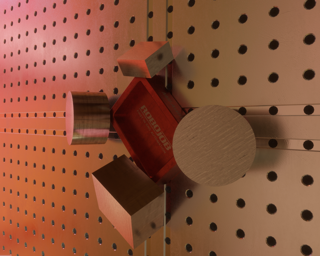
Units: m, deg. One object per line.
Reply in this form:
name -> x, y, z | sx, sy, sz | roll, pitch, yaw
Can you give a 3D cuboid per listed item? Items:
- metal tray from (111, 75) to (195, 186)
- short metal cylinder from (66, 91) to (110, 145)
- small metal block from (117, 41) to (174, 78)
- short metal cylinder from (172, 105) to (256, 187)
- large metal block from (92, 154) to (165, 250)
metal tray -> -0.010, 0.000, 0.413 | 0.090, 0.030, 0.130 | -49, 61, 29
short metal cylinder -> -0.110, -0.015, 0.465 | 0.080, 0.050, 0.079 | 180, 90, -65
small metal block -> -0.019, -0.090, 0.405 | 0.050, 0.050, 0.025 | 12, 135, 39
short metal cylinder -> 0.058, 0.017, 0.325 | 0.080, 0.050, 0.079 | 0, 90, 13
large metal block -> -0.041, 0.095, 0.404 | 0.080, 0.050, 0.079 | 38, 144, 33
